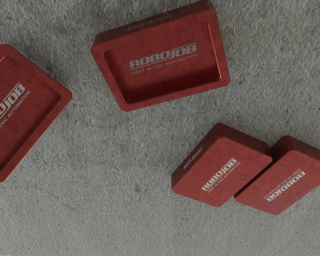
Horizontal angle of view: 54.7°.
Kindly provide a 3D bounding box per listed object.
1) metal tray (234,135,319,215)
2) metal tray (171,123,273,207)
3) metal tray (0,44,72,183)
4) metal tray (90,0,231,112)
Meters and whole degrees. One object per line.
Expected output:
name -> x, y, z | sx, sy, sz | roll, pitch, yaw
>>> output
metal tray -> 0.184, 0.077, 0.471 | 0.091, 0.030, 0.129 | 22, 127, -18
metal tray -> 0.086, 0.060, 0.456 | 0.091, 0.030, 0.129 | 23, 127, -19
metal tray -> -0.174, -0.015, 0.342 | 0.090, 0.030, 0.130 | 41, 83, -29
metal tray -> 0.003, -0.074, 0.340 | 0.130, 0.030, 0.090 | -14, 129, 11
